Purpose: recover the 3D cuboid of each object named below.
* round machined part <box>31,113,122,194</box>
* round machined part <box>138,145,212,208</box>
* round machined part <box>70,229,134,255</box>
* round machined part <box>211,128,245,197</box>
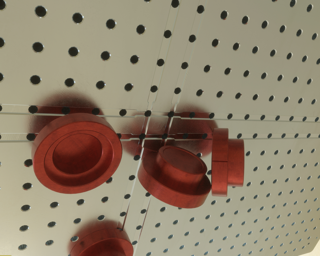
[{"bbox_3d":[-0.098,0.026,0.362,0.099,0.042,0.097,-14,124,-21],"label":"round machined part"},{"bbox_3d":[0.024,0.058,0.412,0.099,0.098,0.042,9,114,-32],"label":"round machined part"},{"bbox_3d":[-0.087,0.207,0.480,0.099,0.042,0.097,-14,124,-21],"label":"round machined part"},{"bbox_3d":[0.097,0.049,0.443,0.042,0.098,0.097,1,125,12],"label":"round machined part"}]
